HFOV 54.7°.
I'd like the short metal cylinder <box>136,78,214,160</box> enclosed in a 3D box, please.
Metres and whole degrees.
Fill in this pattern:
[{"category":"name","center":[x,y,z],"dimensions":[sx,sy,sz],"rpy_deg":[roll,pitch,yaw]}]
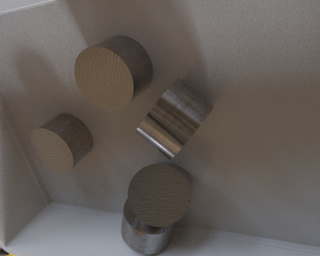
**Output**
[{"category":"short metal cylinder","center":[0.017,-0.010,0.357],"dimensions":[0.050,0.080,0.080],"rpy_deg":[39,129,2]}]

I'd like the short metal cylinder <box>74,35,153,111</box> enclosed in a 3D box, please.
[{"category":"short metal cylinder","center":[-0.056,-0.067,0.379],"dimensions":[0.080,0.050,0.079],"rpy_deg":[13,124,20]}]

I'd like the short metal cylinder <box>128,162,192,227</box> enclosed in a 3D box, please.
[{"category":"short metal cylinder","center":[0.002,0.087,0.420],"dimensions":[0.080,0.050,0.080],"rpy_deg":[-1,86,11]}]

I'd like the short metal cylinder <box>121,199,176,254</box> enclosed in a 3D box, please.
[{"category":"short metal cylinder","center":[-0.016,0.139,0.466],"dimensions":[0.080,0.080,0.050],"rpy_deg":[22,128,14]}]

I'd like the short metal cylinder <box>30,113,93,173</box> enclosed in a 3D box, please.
[{"category":"short metal cylinder","center":[-0.153,0.023,0.485],"dimensions":[0.080,0.050,0.079],"rpy_deg":[13,124,20]}]
